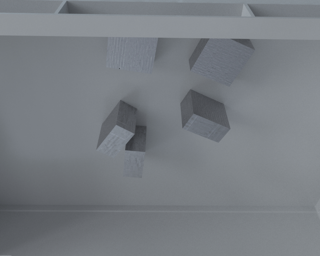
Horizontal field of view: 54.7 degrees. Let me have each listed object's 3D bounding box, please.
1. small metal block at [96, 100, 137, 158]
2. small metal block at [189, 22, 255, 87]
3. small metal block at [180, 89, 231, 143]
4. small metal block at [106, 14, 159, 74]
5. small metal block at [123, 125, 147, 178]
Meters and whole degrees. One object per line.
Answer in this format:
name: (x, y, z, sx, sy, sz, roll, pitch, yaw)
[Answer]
small metal block: (-0.054, 0.001, 0.393, 0.025, 0.050, 0.050, 28, 125, -22)
small metal block: (0.067, -0.080, 0.341, 0.050, 0.025, 0.050, 19, 128, -16)
small metal block: (0.054, -0.015, 0.380, 0.050, 0.050, 0.025, 21, 127, -17)
small metal block: (-0.030, -0.089, 0.332, 0.050, 0.025, 0.050, 7, 130, -7)
small metal block: (-0.034, 0.031, 0.419, 0.025, 0.050, 0.050, 6, 130, -5)
